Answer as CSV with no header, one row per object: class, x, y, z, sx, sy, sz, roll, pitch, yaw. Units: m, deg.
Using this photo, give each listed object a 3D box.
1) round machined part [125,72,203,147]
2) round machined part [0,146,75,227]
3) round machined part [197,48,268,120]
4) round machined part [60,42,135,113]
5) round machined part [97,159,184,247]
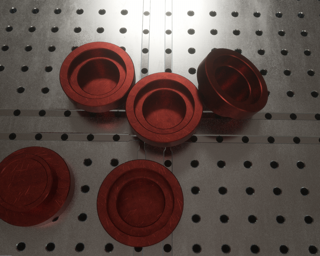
round machined part,0.006,-0.021,0.410,0.099,0.042,0.098,0,70,1
round machined part,-0.158,0.069,0.376,0.099,0.042,0.098,0,70,-1
round machined part,0.090,-0.054,0.410,0.099,0.042,0.098,14,57,-22
round machined part,-0.082,-0.066,0.426,0.099,0.042,0.098,0,70,-1
round machined part,-0.022,0.090,0.370,0.099,0.042,0.098,0,70,-1
